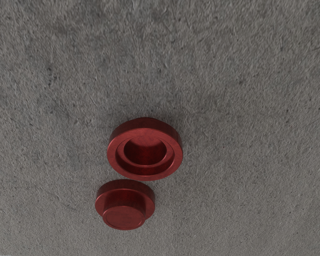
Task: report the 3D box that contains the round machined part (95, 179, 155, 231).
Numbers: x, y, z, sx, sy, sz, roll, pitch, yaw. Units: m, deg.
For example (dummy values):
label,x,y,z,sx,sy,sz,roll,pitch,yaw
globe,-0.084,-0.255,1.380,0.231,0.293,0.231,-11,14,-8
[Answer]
label,x,y,z,sx,sy,sz,roll,pitch,yaw
round machined part,-0.057,0.131,0.507,0.099,0.042,0.097,0,130,0

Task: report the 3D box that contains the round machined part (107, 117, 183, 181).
label,x,y,z,sx,sy,sz,roll,pitch,yaw
round machined part,-0.019,0.024,0.416,0.099,0.042,0.097,0,130,0
